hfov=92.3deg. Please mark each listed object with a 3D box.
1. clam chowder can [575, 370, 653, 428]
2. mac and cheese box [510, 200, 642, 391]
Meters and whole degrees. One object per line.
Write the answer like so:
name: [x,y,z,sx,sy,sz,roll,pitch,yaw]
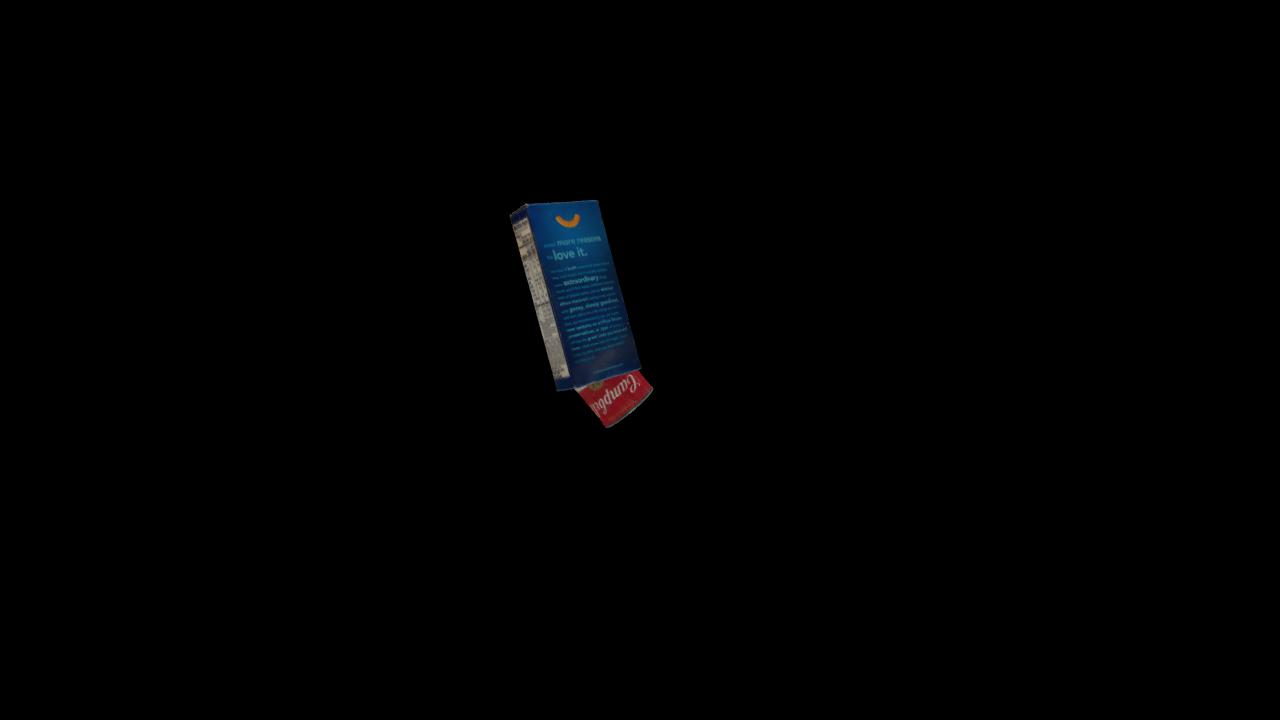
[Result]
clam chowder can: [-0.043,0.013,0.665,0.068,0.102,0.068,-39,5,4]
mac and cheese box: [-0.064,-0.067,0.631,0.093,0.184,0.041,-16,3,-40]
